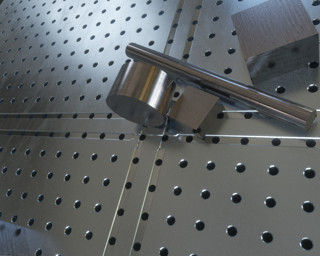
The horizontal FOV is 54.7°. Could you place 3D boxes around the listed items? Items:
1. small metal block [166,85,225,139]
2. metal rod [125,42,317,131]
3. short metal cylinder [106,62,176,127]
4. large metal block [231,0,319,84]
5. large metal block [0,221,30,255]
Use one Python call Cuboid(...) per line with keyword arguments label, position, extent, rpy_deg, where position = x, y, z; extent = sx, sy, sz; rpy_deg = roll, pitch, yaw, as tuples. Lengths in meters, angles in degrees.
Cuboid(label="small metal block", position=(0.045, -0.021, 0.396), extent=(0.050, 0.025, 0.050), rpy_deg=(29, 77, 37))
Cuboid(label="metal rod", position=(0.056, -0.068, 0.419), extent=(0.300, 0.025, 0.025), rpy_deg=(30, 78, 37))
Cuboid(label="short metal cylinder", position=(-0.024, -0.043, 0.411), extent=(0.080, 0.080, 0.050), rpy_deg=(7, 65, 31))
Cuboid(label="large metal block", position=(0.142, -0.112, 0.386), extent=(0.080, 0.050, 0.080), rpy_deg=(-17, 55, 18))
Cuboid(label="large metal block", position=(-0.216, 0.178, 0.394), extent=(0.080, 0.050, 0.080), rpy_deg=(-37, 51, 3))
